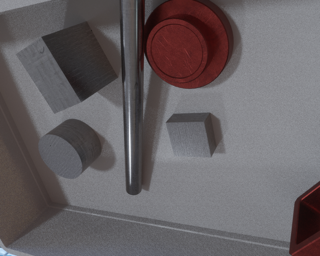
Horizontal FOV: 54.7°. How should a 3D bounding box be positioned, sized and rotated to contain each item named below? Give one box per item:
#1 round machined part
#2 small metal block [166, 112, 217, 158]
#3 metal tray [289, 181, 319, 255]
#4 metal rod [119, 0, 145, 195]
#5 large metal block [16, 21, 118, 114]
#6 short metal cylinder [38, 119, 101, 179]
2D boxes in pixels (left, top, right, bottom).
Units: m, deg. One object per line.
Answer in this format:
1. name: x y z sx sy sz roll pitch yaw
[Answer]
1. round machined part: 0.025 -0.087 0.330 0.098 0.042 0.097 13 124 20
2. small metal block: 0.040 0.009 0.392 0.050 0.025 0.050 -1 118 28
3. metal tray: 0.190 0.078 0.314 0.030 0.090 0.129 35 129 5
4. metal rod: -0.034 -0.017 0.392 0.025 0.025 0.298 19 133 17
5. large metal block: -0.110 -0.076 0.383 0.050 0.080 0.080 -17 110 34
6. short metal cylinder: -0.140 0.032 0.484 0.080 0.050 0.079 13 124 20
